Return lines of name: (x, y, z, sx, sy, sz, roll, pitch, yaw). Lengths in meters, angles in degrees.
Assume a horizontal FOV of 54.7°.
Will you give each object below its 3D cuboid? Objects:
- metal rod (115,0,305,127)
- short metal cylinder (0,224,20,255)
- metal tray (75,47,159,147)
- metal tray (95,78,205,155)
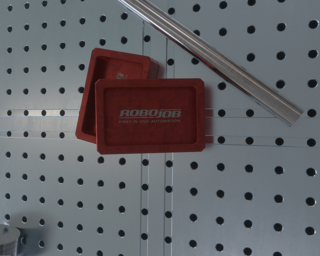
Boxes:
metal rod: (0.047, -0.103, 0.395, 0.300, 0.025, 0.025, 40, 103, 15)
short metal cylinder: (-0.261, 0.187, 0.475, 0.080, 0.080, 0.050, 9, 93, 19)
metal tray: (-0.061, -0.039, 0.431, 0.090, 0.030, 0.129, 14, 95, 19)
metal tray: (-0.012, -0.015, 0.385, 0.131, 0.030, 0.089, -1, 91, -5)
